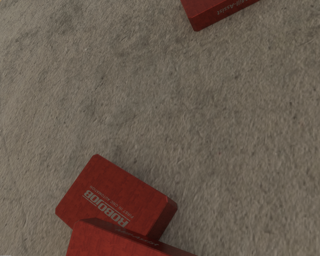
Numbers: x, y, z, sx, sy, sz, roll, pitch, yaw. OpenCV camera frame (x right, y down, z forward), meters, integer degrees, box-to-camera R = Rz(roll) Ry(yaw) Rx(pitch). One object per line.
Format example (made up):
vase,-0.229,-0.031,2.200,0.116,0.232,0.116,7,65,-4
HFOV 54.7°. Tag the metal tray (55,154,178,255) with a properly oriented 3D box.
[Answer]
metal tray,-0.055,0.096,0.369,0.130,0.030,0.090,24,74,36

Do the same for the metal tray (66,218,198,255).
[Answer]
metal tray,-0.034,0.150,0.300,0.130,0.030,0.090,11,84,25

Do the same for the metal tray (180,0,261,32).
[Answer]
metal tray,0.097,-0.215,0.480,0.130,0.030,0.090,-24,53,13
